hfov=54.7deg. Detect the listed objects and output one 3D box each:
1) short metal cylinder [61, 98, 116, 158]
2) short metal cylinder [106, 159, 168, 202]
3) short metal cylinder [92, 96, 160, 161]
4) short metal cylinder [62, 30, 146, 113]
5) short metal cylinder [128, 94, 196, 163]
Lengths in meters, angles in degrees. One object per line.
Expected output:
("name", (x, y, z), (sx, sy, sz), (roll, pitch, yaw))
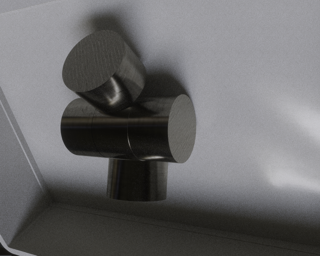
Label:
("short metal cylinder", (-0.085, -0.001, 0.415), (0.050, 0.080, 0.080), (2, 119, 28))
("short metal cylinder", (-0.030, 0.068, 0.420), (0.080, 0.080, 0.050), (0, 85, 28))
("short metal cylinder", (-0.040, 0.000, 0.392), (0.050, 0.080, 0.080), (2, 119, 28))
("short metal cylinder", (-0.063, -0.064, 0.355), (0.080, 0.080, 0.050), (2, 157, 27))
("short metal cylinder", (0.005, 0.000, 0.369), (0.050, 0.080, 0.080), (2, 119, 28))
